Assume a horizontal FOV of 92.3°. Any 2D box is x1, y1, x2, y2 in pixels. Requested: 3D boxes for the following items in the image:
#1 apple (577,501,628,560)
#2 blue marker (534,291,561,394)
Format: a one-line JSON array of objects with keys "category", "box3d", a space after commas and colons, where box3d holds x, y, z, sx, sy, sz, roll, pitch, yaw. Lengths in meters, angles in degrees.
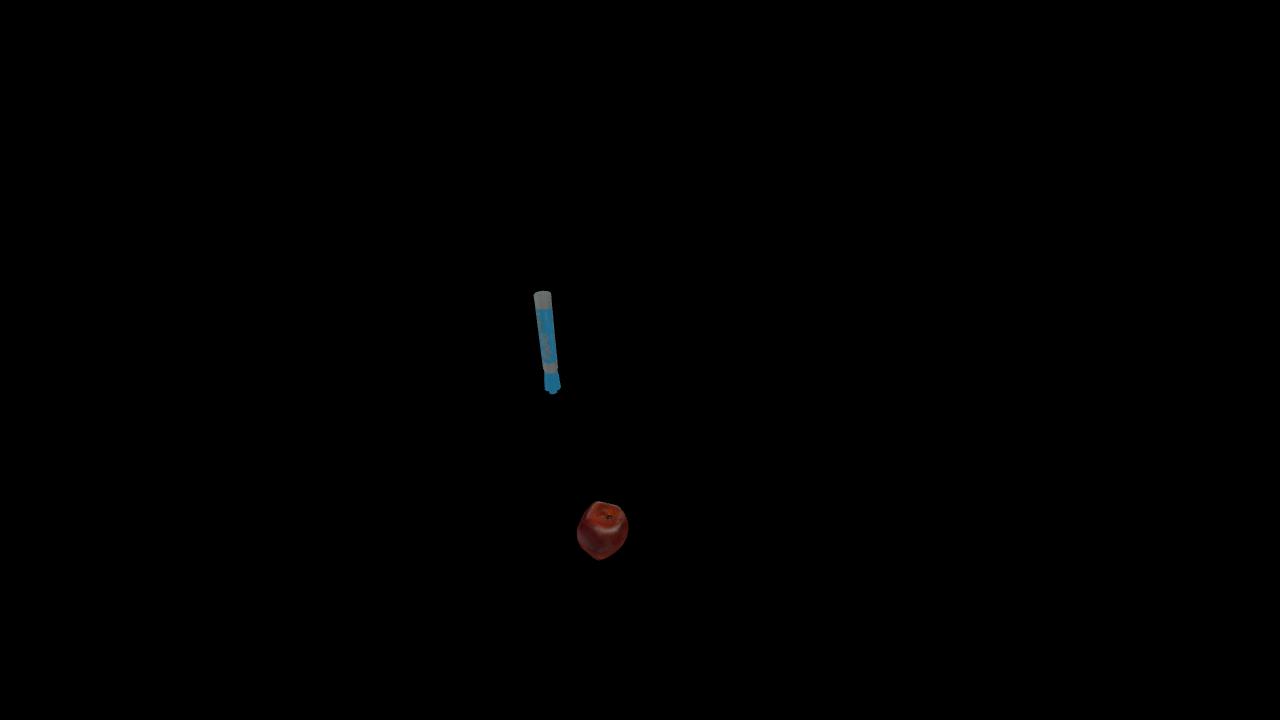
[{"category": "apple", "box3d": [-0.056, 0.258, 0.924, 0.079, 0.093, 0.079, 11, 39, -9]}, {"category": "blue marker", "box3d": [-0.102, -0.017, 0.684, 0.020, 0.121, 0.020, -2, 25, 1]}]
